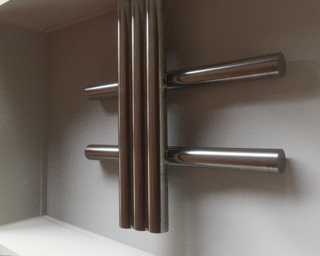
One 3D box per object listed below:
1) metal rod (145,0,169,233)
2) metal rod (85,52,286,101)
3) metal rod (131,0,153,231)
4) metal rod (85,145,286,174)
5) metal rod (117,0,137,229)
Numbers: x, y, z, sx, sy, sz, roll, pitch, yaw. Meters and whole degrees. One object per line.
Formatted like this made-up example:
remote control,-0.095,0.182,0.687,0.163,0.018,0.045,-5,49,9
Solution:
metal rod,-0.004,-0.026,0.375,0.025,0.025,0.298,-1,89,40
metal rod,0.005,-0.059,0.402,0.300,0.025,0.025,-2,89,40
metal rod,-0.023,-0.024,0.390,0.025,0.025,0.298,-1,89,40
metal rod,0.005,0.036,0.402,0.300,0.025,0.025,-1,89,40
metal rod,-0.042,-0.021,0.407,0.025,0.025,0.298,-1,89,40
